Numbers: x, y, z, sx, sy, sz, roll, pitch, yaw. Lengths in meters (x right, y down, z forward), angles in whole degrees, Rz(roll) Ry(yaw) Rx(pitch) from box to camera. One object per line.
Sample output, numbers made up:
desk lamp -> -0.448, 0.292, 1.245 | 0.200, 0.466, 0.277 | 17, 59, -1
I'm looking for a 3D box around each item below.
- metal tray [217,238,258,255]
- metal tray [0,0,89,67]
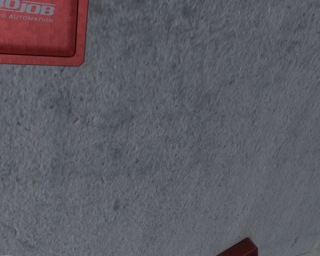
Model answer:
metal tray -> 0.176, 0.314, 0.697 | 0.091, 0.030, 0.129 | -25, 128, -13
metal tray -> -0.132, -0.103, 0.268 | 0.131, 0.030, 0.089 | -3, 120, -27
